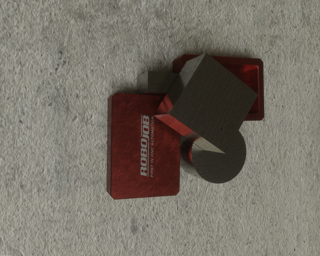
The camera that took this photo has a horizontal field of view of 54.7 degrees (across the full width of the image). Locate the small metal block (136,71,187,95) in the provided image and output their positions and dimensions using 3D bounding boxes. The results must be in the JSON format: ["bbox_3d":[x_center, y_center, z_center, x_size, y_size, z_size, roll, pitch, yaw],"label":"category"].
[{"bbox_3d":[0.001,-0.055,0.397,0.050,0.050,0.025,1,90,-20],"label":"small metal block"}]

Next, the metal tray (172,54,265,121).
[{"bbox_3d":[0.084,-0.054,0.439,0.131,0.030,0.089,-2,91,-20],"label":"metal tray"}]

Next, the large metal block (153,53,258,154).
[{"bbox_3d":[0.053,-0.027,0.362,0.080,0.050,0.080,34,79,-17],"label":"large metal block"}]

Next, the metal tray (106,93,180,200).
[{"bbox_3d":[-0.021,0.022,0.401,0.091,0.030,0.129,1,90,-20],"label":"metal tray"}]

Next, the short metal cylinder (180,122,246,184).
[{"bbox_3d":[0.069,0.032,0.422,0.081,0.050,0.080,0,90,-20],"label":"short metal cylinder"}]
